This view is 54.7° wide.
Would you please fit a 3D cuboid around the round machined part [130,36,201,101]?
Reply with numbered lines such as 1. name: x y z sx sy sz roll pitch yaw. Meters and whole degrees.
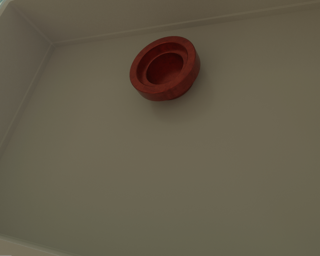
1. round machined part: 0.010 -0.078 0.436 0.098 0.042 0.098 -13 56 20
